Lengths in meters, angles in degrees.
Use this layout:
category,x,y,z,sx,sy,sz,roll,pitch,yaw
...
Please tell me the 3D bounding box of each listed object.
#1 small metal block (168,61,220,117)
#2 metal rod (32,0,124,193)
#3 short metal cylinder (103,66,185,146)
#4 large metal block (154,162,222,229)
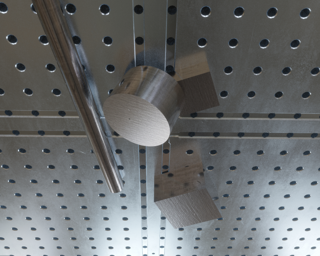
category,x,y,z,sx,sy,sz,roll,pitch,yaw
small metal block,0.040,-0.046,0.373,0.050,0.025,0.050,-15,129,12
metal rod,-0.091,-0.019,0.393,0.025,0.025,0.298,-7,130,5
short metal cylinder,-0.018,-0.024,0.356,0.080,0.050,0.080,16,141,14
large metal block,0.044,0.108,0.488,0.080,0.050,0.080,-19,128,15
